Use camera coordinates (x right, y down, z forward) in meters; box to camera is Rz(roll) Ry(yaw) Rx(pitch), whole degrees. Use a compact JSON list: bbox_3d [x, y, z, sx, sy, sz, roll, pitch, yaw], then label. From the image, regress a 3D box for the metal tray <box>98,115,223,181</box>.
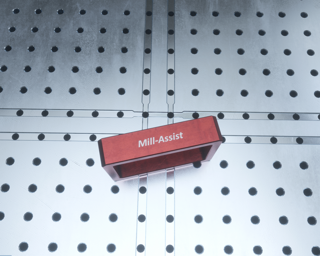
[{"bbox_3d":[0.001,0.027,0.367,0.131,0.090,0.030,-12,71,-4],"label":"metal tray"}]
